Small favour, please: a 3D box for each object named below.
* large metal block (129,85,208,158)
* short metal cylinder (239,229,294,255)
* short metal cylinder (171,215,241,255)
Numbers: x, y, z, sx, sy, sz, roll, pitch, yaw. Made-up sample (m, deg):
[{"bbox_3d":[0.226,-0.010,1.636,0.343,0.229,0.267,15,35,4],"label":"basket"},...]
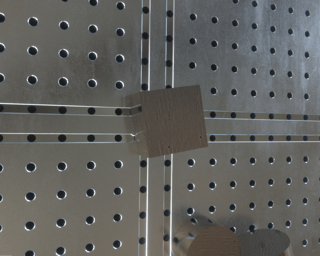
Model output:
[{"bbox_3d":[0.010,-0.010,0.403,0.081,0.050,0.080,-9,93,-20],"label":"large metal block"},{"bbox_3d":[0.148,0.186,0.438,0.081,0.080,0.050,-18,96,-19],"label":"short metal cylinder"},{"bbox_3d":[0.062,0.166,0.422,0.081,0.050,0.080,0,90,-20],"label":"short metal cylinder"}]
